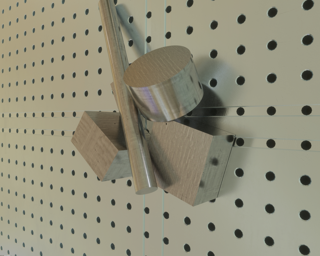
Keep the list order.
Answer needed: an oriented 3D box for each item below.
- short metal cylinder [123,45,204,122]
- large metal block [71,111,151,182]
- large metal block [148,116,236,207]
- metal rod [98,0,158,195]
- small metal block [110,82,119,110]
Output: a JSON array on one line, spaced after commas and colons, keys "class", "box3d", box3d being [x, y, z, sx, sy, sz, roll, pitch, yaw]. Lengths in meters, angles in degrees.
[{"class": "short metal cylinder", "box3d": [0.005, -0.052, 0.359, 0.080, 0.080, 0.050, 11, 141, 39]}, {"class": "large metal block", "box3d": [-0.058, 0.022, 0.419, 0.080, 0.081, 0.050, 45, 117, 30]}, {"class": "large metal block", "box3d": [0.031, 0.034, 0.365, 0.080, 0.050, 0.079, 22, 104, 37]}, {"class": "metal rod", "box3d": [-0.048, -0.060, 0.408, 0.025, 0.025, 0.299, -34, 57, 34]}, {"class": "small metal block", "box3d": [-0.039, -0.052, 0.440, 0.050, 0.025, 0.050, -30, 72, 35]}]
